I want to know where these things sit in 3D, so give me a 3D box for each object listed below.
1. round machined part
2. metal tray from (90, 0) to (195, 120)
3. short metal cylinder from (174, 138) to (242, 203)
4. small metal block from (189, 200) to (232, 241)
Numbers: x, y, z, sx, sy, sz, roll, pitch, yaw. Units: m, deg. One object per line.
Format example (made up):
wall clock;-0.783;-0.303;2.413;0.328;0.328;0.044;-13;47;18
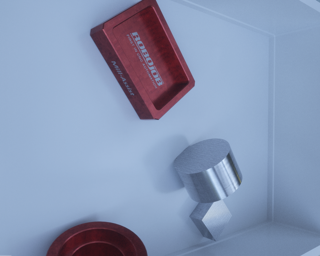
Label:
round machined part;-0.064;0.144;0.313;0.099;0.098;0.042;-13;121;-40
metal tray;-0.016;-0.086;0.391;0.090;0.030;0.130;-44;117;-31
short metal cylinder;0.067;0.058;0.429;0.080;0.080;0.050;-41;115;-33
small metal block;0.079;0.135;0.476;0.050;0.025;0.050;-47;119;-30
